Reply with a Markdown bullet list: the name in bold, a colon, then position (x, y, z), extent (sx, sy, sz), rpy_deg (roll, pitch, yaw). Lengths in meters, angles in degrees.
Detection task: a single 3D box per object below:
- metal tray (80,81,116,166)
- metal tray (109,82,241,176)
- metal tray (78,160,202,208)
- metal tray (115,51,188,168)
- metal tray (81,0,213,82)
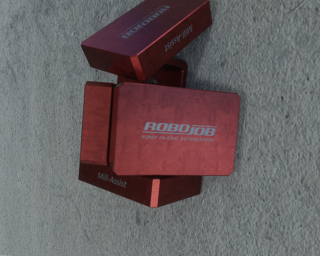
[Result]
- **metal tray**: position (-0.064, -0.009, 0.394), extent (0.030, 0.130, 0.089), rpy_deg (5, 94, 3)
- **metal tray**: position (0.016, 0.003, 0.326), extent (0.030, 0.131, 0.089), rpy_deg (-162, 76, -72)
- **metal tray**: position (-0.026, 0.058, 0.383), extent (0.130, 0.091, 0.030), rpy_deg (9, 96, 39)
- **metal tray**: position (-0.010, -0.021, 0.370), extent (0.030, 0.091, 0.129), rpy_deg (9, 96, 39)
- **metal tray**: position (-0.013, -0.109, 0.355), extent (0.090, 0.131, 0.030), rpy_deg (22, 145, 37)
